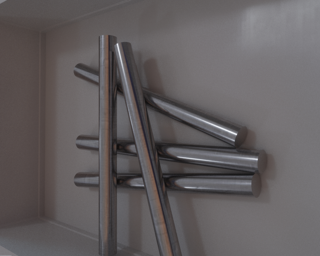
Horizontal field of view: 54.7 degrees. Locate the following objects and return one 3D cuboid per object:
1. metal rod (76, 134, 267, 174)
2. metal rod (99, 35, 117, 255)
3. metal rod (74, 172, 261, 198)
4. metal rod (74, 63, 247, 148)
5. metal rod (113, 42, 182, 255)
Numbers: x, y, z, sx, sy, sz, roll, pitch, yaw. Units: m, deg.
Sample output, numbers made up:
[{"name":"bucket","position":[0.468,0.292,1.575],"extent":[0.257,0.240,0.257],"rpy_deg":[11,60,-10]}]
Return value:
[{"name":"metal rod","position":[-0.011,0.029,0.412],"extent":[0.300,0.025,0.025],"rpy_deg":[3,92,39]},{"name":"metal rod","position":[-0.072,0.024,0.428],"extent":[0.025,0.025,0.298],"rpy_deg":[0,90,39]},{"name":"metal rod","position":[-0.016,0.072,0.416],"extent":[0.300,0.025,0.025],"rpy_deg":[-6,86,39]},{"name":"metal rod","position":[-0.022,-0.042,0.420],"extent":[0.300,0.025,0.025],"rpy_deg":[26,106,36]},{"name":"metal rod","position":[-0.015,0.034,0.383],"extent":[0.025,0.025,0.299],"rpy_deg":[-22,76,37]}]
